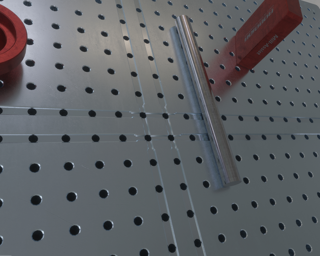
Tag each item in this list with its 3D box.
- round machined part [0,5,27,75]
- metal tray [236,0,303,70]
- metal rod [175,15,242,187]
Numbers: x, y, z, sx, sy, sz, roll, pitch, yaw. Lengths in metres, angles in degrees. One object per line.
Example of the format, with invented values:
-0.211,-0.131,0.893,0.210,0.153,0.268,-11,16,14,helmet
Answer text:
-0.203,-0.096,0.346,0.099,0.042,0.098,14,56,-21,round machined part
0.186,-0.177,0.549,0.030,0.129,0.090,19,54,-17,metal tray
0.068,-0.057,0.478,0.025,0.025,0.299,2,61,-27,metal rod
